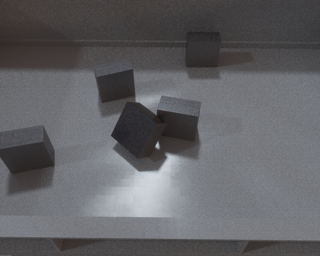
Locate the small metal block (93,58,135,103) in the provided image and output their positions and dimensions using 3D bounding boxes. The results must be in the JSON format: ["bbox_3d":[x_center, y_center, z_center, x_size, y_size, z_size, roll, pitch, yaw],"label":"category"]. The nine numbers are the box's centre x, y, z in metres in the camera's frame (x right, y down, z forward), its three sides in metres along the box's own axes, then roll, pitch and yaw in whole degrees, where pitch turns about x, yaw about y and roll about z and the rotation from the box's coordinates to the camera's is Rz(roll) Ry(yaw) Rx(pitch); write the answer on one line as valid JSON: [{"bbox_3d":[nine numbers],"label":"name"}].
[{"bbox_3d":[-0.065,-0.068,0.445,0.050,0.050,0.025,-15,52,-12],"label":"small metal block"}]

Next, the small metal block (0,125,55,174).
[{"bbox_3d":[-0.157,0.026,0.366,0.050,0.050,0.025,-10,51,-9],"label":"small metal block"}]

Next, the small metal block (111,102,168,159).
[{"bbox_3d":[-0.027,0.002,0.384,0.050,0.050,0.025,37,21,27],"label":"small metal block"}]

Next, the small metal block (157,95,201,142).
[{"bbox_3d":[0.024,-0.012,0.399,0.050,0.050,0.025,10,51,8],"label":"small metal block"}]

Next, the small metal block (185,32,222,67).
[{"bbox_3d":[0.068,-0.124,0.493,0.050,0.050,0.025,0,50,0],"label":"small metal block"}]
